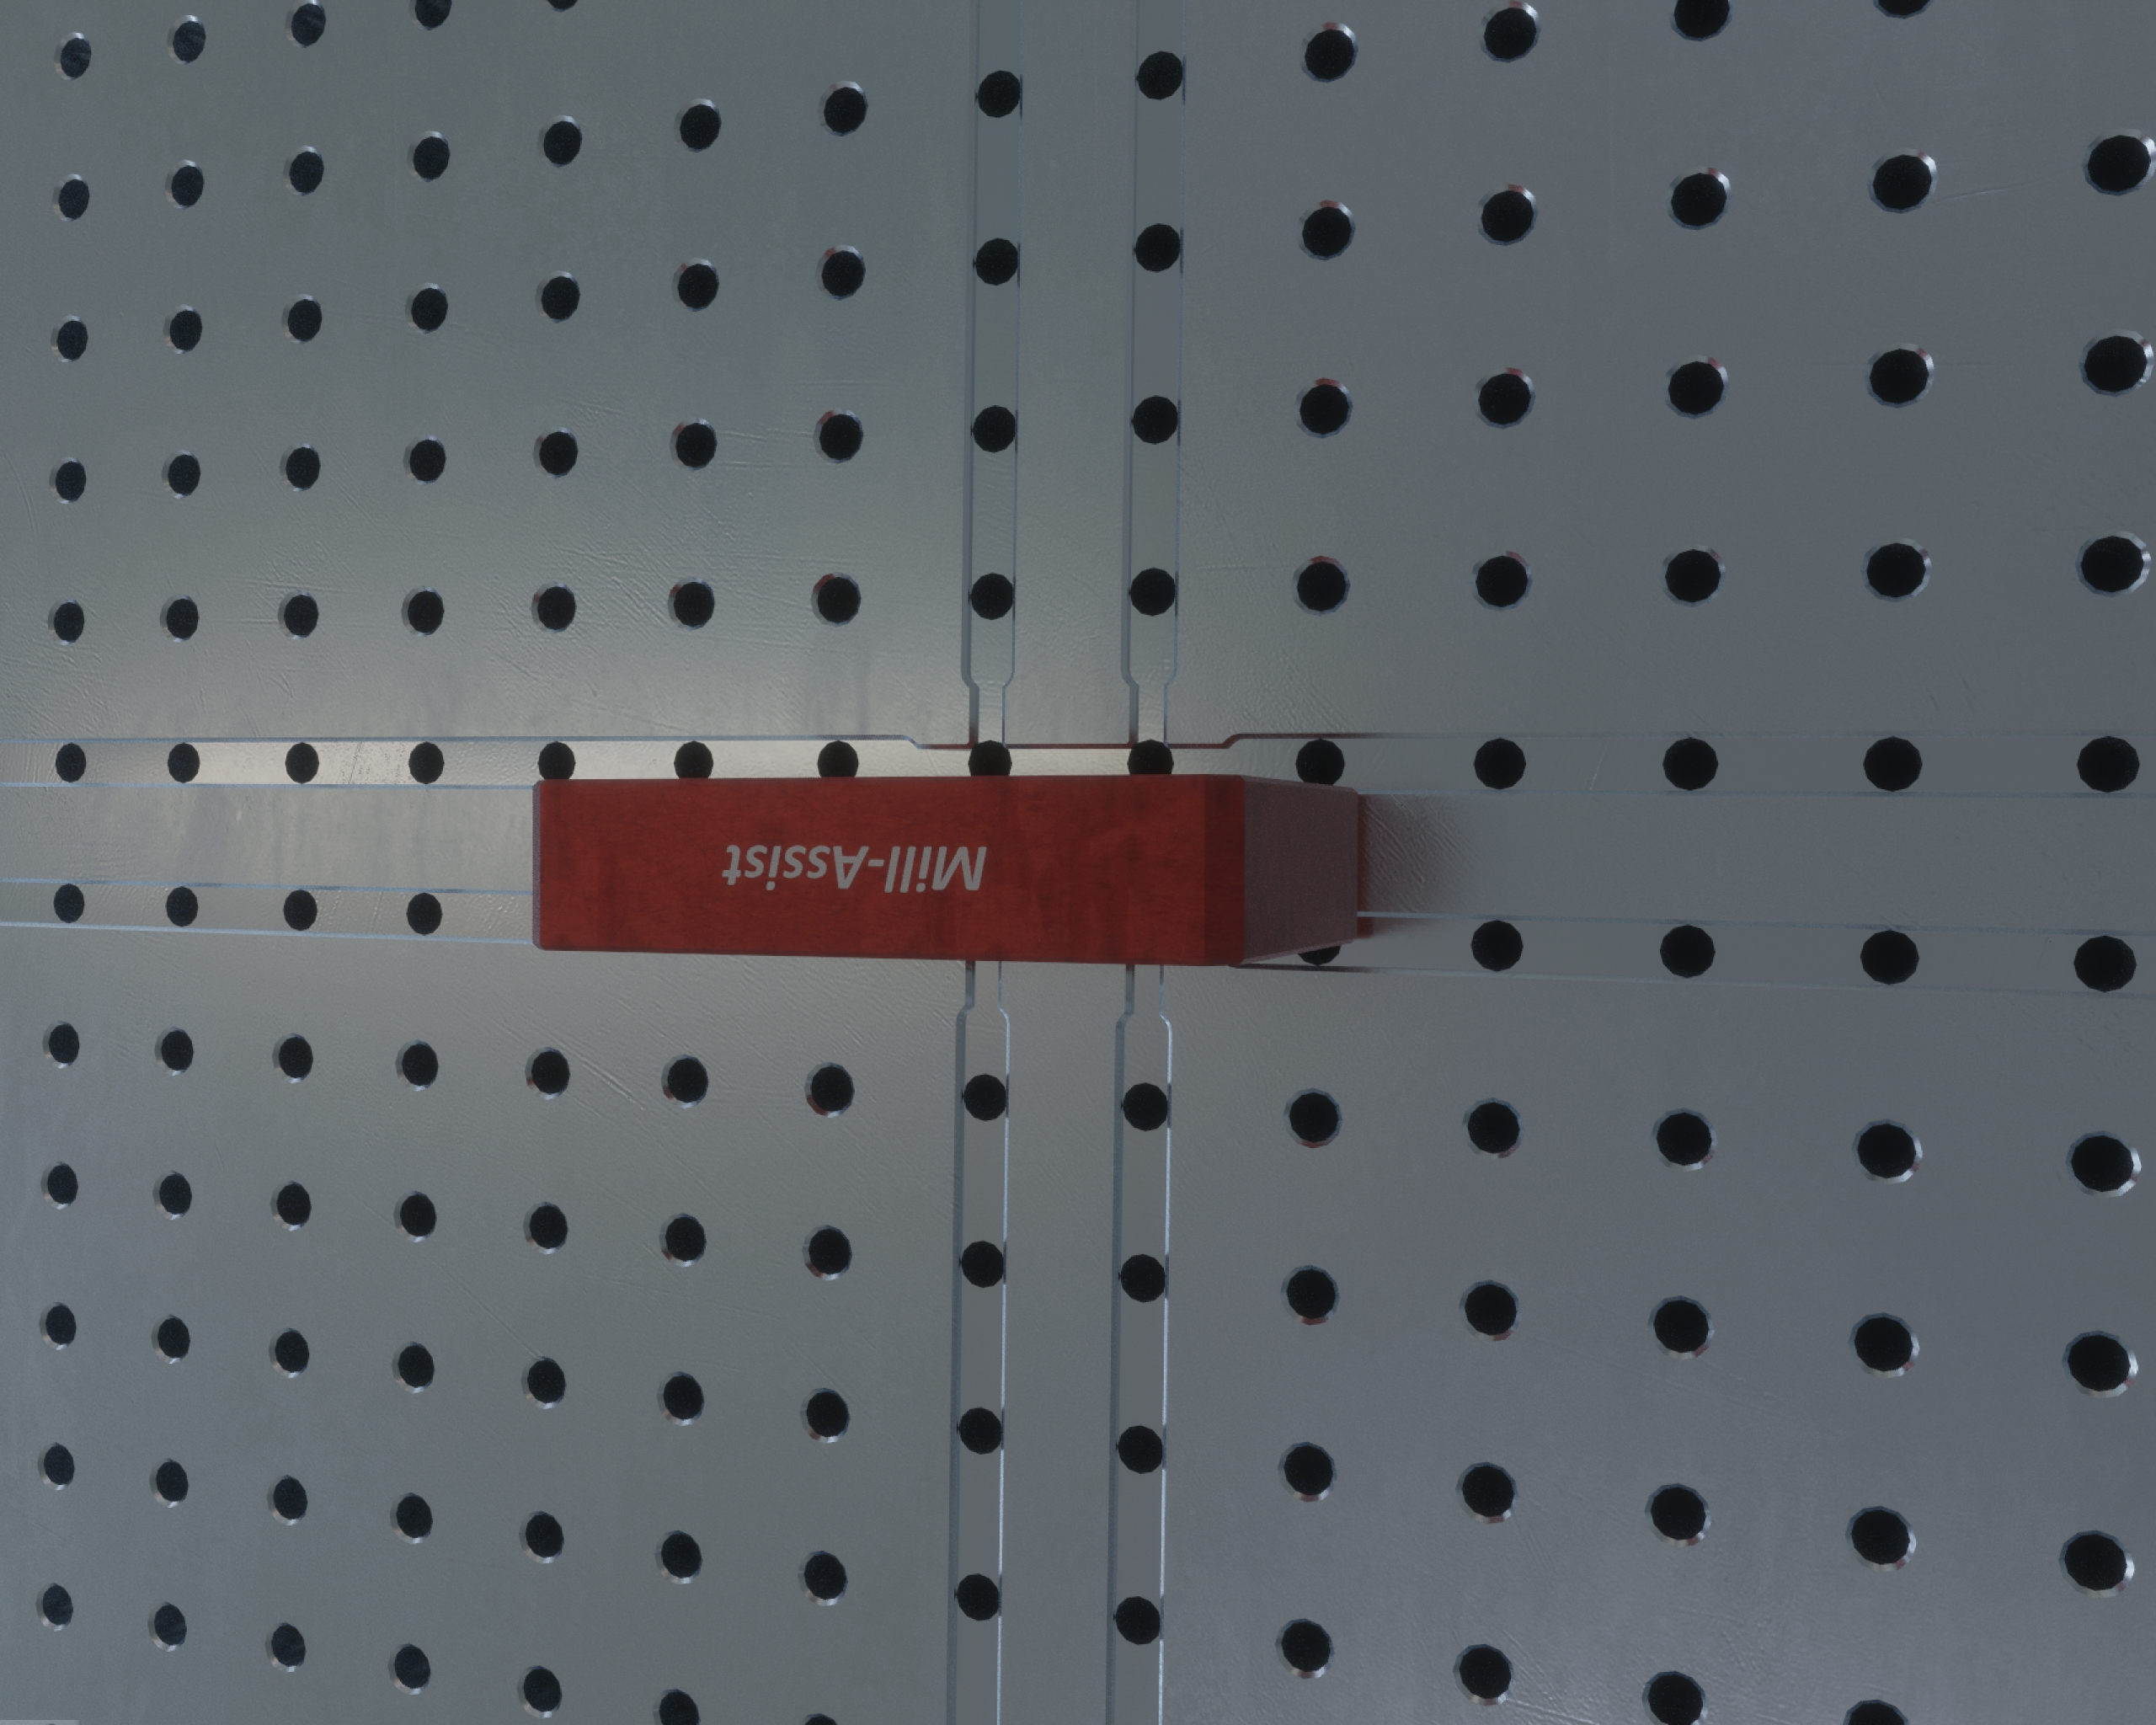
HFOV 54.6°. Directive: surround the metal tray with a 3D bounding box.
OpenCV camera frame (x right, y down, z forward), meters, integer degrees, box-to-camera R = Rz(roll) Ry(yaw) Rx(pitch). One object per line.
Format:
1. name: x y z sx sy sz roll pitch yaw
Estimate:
1. metal tray: -0.021 0.000 0.386 0.130 0.090 0.030 0 91 20
